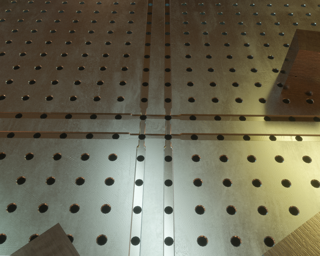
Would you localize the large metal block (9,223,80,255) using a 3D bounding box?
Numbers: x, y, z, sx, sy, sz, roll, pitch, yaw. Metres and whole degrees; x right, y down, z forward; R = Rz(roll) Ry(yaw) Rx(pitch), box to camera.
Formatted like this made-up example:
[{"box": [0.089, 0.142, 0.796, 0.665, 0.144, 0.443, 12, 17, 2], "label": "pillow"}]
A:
[{"box": [-0.098, 0.137, 0.255, 0.081, 0.080, 0.050, -32, 57, -24], "label": "large metal block"}]

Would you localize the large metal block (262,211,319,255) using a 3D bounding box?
[{"box": [0.145, 0.135, 0.280, 0.081, 0.050, 0.080, -26, 55, -21], "label": "large metal block"}]

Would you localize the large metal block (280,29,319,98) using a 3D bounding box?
[{"box": [0.229, -0.091, 0.451, 0.080, 0.080, 0.050, 9, 51, 7], "label": "large metal block"}]
